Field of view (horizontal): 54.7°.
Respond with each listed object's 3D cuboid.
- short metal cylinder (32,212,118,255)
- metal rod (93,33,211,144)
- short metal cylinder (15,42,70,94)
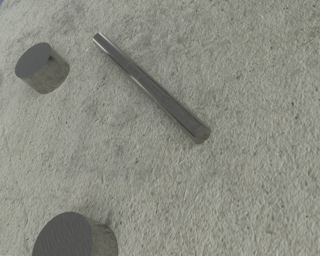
[{"bbox_3d":[-0.095,0.141,0.351,0.080,0.050,0.080,-13,56,21],"label":"short metal cylinder"},{"bbox_3d":[-0.029,-0.075,0.465,0.025,0.025,0.300,-43,51,-1],"label":"metal rod"},{"bbox_3d":[-0.215,-0.109,0.568,0.080,0.050,0.080,-13,56,21],"label":"short metal cylinder"}]
